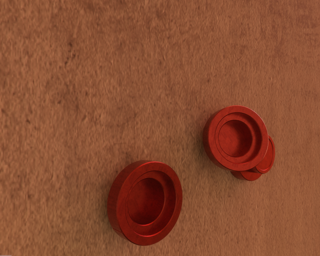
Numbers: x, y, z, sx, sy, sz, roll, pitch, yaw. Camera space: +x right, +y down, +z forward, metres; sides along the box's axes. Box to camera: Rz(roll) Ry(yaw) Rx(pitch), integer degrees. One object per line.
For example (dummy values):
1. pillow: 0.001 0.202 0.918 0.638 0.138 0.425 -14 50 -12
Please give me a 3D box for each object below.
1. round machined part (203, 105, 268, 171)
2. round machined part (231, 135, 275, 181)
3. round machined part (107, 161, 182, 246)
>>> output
1. round machined part: 0.111 0.017 0.473 0.099 0.042 0.097 2 83 -15
2. round machined part: 0.162 0.043 0.533 0.099 0.042 0.097 0 90 -40
3. round machined part: -0.022 0.088 0.377 0.099 0.042 0.097 0 90 -40
